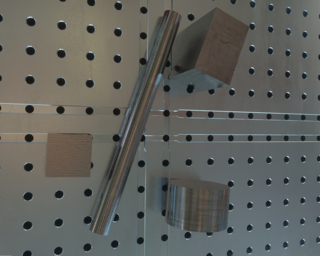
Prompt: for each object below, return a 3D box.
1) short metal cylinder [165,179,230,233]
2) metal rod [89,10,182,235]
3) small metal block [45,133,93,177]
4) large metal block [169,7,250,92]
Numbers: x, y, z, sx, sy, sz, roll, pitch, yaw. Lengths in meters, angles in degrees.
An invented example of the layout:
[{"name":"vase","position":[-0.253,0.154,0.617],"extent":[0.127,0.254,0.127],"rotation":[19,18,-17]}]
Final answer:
[{"name":"short metal cylinder","position":[0.049,0.098,0.403],"extent":[0.081,0.080,0.050],"rotation":[5,89,-20]},{"name":"metal rod","position":[-0.029,-0.012,0.402],"extent":[0.025,0.025,0.299],"rotation":[21,83,-19]},{"name":"small metal block","position":[-0.110,0.032,0.373],"extent":[0.050,0.025,0.050],"rotation":[3,89,-20]},{"name":"large metal block","position":[0.061,-0.098,0.407],"extent":[0.050,0.080,0.080],"rotation":[22,83,-19]}]
